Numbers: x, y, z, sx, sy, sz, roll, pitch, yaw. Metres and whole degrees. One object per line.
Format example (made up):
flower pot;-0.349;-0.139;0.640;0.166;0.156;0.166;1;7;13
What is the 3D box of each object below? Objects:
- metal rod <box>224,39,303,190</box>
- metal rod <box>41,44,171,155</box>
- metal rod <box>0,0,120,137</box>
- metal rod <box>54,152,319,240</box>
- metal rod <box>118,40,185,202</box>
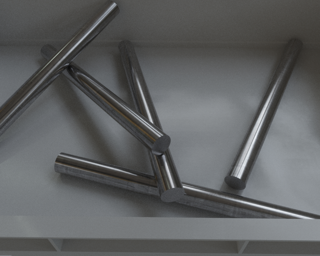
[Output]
metal rod;0.157;-0.039;0.438;0.025;0.025;0.301;23;53;18
metal rod;-0.091;-0.054;0.417;0.025;0.025;0.300;-32;47;-24
metal rod;-0.155;-0.072;0.423;0.025;0.025;0.300;28;68;21
metal rod;0.026;0.073;0.343;0.301;0.025;0.025;12;51;10
metal rod;-0.022;-0.034;0.415;0.025;0.025;0.300;-11;45;-9
